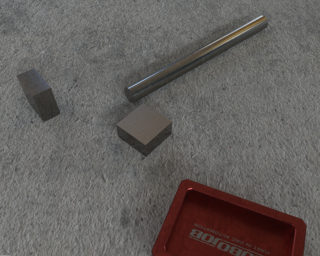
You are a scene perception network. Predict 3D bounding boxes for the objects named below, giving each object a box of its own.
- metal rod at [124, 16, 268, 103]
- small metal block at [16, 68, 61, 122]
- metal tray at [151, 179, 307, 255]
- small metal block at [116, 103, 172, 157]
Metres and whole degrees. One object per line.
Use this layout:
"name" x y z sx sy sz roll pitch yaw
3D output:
"metal rod" 0.072 -0.120 0.504 0.302 0.025 0.025 -32 58 -25
"small metal block" -0.165 -0.045 0.422 0.025 0.050 0.050 -32 57 -24
"metal tray" 0.068 0.113 0.305 0.130 0.030 0.090 18 52 14
"small metal block" -0.020 0.002 0.402 0.050 0.025 0.050 34 57 24
